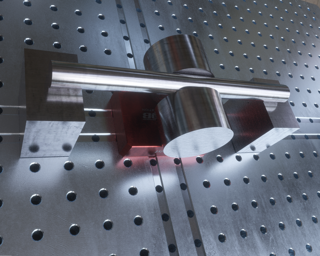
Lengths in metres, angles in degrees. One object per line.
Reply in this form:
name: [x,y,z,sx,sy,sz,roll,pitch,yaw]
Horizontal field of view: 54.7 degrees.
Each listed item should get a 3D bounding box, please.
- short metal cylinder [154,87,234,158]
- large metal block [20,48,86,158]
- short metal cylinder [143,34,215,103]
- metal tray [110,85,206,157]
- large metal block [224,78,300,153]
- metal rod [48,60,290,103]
short metal cylinder: [0.038,-0.004,0.357,0.081,0.080,0.050,1,62,-28]
large metal block: [-0.116,-0.023,0.322,0.050,0.080,0.080,1,62,-28]
short metal cylinder: [0.023,-0.071,0.390,0.081,0.080,0.050,1,62,-28]
metal tray: [0.006,-0.010,0.414,0.131,0.030,0.090,1,61,-28]
large metal block: [0.144,-0.017,0.459,0.050,0.080,0.080,1,62,-28]
metal rod: [0.034,-0.048,0.352,0.303,0.025,0.025,0,62,-28]
